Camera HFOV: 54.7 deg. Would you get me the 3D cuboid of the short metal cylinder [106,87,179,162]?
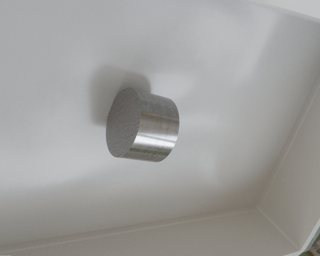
[{"bbox_3d":[-0.022,-0.002,0.361,0.050,0.080,0.079,12,112,-34],"label":"short metal cylinder"}]
